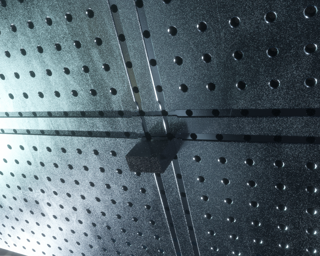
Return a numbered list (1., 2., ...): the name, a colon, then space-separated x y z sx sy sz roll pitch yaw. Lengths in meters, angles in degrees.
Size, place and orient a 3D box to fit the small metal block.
1. small metal block: -0.011 0.036 0.422 0.050 0.050 0.025 -1 118 28
